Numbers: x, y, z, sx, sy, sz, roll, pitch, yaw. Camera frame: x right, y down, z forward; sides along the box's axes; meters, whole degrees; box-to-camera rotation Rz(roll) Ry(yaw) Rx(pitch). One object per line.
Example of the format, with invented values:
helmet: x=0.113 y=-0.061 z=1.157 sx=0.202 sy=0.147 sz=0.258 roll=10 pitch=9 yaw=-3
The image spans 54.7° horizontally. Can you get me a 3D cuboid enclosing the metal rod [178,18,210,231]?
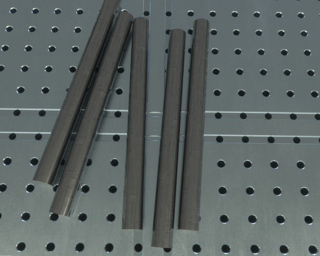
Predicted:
metal rod: x=0.048 y=-0.018 z=0.418 sx=0.025 sy=0.025 sz=0.299 roll=5 pitch=70 yaw=1

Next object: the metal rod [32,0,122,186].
metal rod: x=-0.109 y=-0.068 z=0.435 sx=0.025 sy=0.025 sz=0.299 roll=14 pitch=70 yaw=4

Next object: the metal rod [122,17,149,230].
metal rod: x=-0.031 y=-0.020 z=0.418 sx=0.025 sy=0.025 sz=0.299 roll=1 pitch=70 yaw=0

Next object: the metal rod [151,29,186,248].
metal rod: x=0.014 y=-0.001 z=0.412 sx=0.025 sy=0.025 sz=0.299 roll=5 pitch=70 yaw=1

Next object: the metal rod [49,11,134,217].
metal rod: x=-0.086 y=-0.033 z=0.422 sx=0.025 sy=0.025 sz=0.299 roll=13 pitch=70 yaw=4
